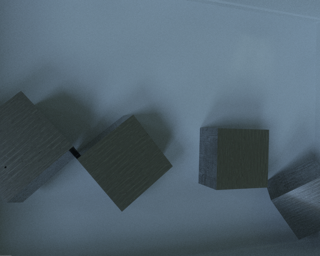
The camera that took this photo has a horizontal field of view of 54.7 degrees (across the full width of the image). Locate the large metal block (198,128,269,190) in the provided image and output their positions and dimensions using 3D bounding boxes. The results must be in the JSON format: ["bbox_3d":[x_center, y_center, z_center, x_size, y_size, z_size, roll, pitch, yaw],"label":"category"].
[{"bbox_3d":[0.103,0.041,0.435,0.081,0.050,0.080,2,90,-20],"label":"large metal block"}]

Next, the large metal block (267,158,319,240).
[{"bbox_3d":[0.217,0.104,0.457,0.080,0.050,0.080,-33,103,19],"label":"large metal block"}]

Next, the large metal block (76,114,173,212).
[{"bbox_3d":[-0.046,0.040,0.380,0.080,0.050,0.080,-40,103,-16],"label":"large metal block"}]

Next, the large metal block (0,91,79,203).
[{"bbox_3d":[-0.148,0.022,0.331,0.080,0.050,0.080,-43,85,-15],"label":"large metal block"}]
